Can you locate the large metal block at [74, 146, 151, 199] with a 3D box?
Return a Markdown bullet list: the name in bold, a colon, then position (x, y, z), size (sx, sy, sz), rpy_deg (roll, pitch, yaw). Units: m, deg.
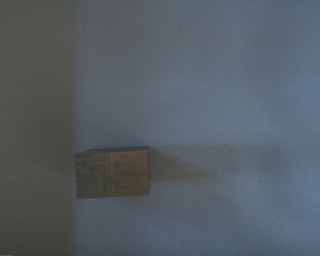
- **large metal block**: position (-0.054, 0.052, 0.383), size (0.081, 0.080, 0.050), rpy_deg (-3, 90, -1)
